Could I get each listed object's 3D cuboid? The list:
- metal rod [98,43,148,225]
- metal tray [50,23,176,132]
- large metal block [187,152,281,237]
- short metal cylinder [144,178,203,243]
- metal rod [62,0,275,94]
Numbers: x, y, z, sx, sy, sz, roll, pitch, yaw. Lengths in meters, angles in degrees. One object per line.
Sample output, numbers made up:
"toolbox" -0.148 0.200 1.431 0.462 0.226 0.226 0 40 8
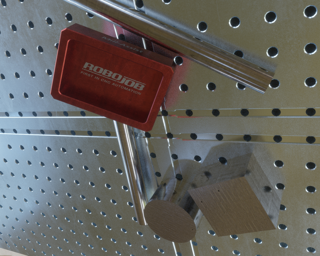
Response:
"metal rod" -0.047 0.023 0.448 0.025 0.025 0.298 5 121 25
"metal tray" -0.057 -0.058 0.371 0.131 0.030 0.089 20 120 -3
"large metal block" 0.096 0.087 0.398 0.080 0.050 0.080 -23 106 36
"short metal cylinder" 0.023 0.121 0.456 0.080 0.050 0.079 13 124 20
"metal rod" -0.018 -0.115 0.348 0.301 0.025 0.025 28 128 10
